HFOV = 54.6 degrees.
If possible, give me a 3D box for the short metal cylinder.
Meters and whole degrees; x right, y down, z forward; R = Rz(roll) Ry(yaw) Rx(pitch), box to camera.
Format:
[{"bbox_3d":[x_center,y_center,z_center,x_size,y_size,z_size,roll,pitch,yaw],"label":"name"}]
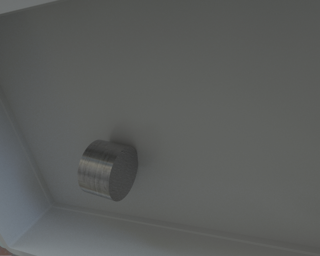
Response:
[{"bbox_3d":[-0.073,0.061,0.450,0.050,0.080,0.080,11,123,22],"label":"short metal cylinder"}]
